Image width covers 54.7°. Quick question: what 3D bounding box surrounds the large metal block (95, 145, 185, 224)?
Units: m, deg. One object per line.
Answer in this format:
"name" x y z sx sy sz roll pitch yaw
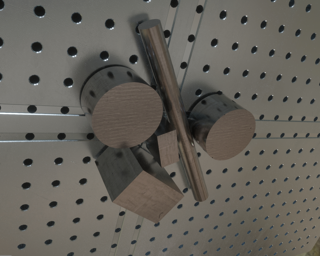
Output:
"large metal block" -0.027 0.064 0.395 0.050 0.080 0.080 -47 129 5

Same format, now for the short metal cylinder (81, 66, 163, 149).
"short metal cylinder" -0.044 -0.024 0.352 0.081 0.050 0.079 -14 124 -21

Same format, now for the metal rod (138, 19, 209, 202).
"metal rod" 0.028 0.000 0.422 0.025 0.025 0.299 -28 128 -11

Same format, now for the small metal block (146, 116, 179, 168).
"small metal block" 0.000 0.014 0.399 0.025 0.050 0.050 -20 126 -17

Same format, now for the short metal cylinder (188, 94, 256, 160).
"short metal cylinder" 0.086 -0.001 0.436 0.081 0.050 0.079 -14 124 -21
